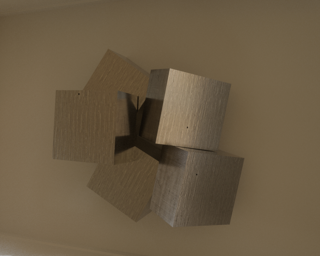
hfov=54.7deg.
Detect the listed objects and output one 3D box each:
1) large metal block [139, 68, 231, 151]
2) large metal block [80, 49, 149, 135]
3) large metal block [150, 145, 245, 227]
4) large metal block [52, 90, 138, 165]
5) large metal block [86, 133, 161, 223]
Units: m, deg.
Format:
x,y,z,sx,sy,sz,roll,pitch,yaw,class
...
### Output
x,y,z,sx,sy,sz,roll,pitch,yaw,class
0.028,-0.021,0.362,0.081,0.050,0.079,9,94,-26,large metal block
-0.049,-0.045,0.412,0.080,0.050,0.080,38,102,15,large metal block
0.042,0.064,0.357,0.050,0.081,0.079,18,97,58,large metal block
-0.076,-0.002,0.367,0.080,0.050,0.079,3,90,20,large metal block
-0.034,0.060,0.404,0.080,0.050,0.080,31,100,17,large metal block
